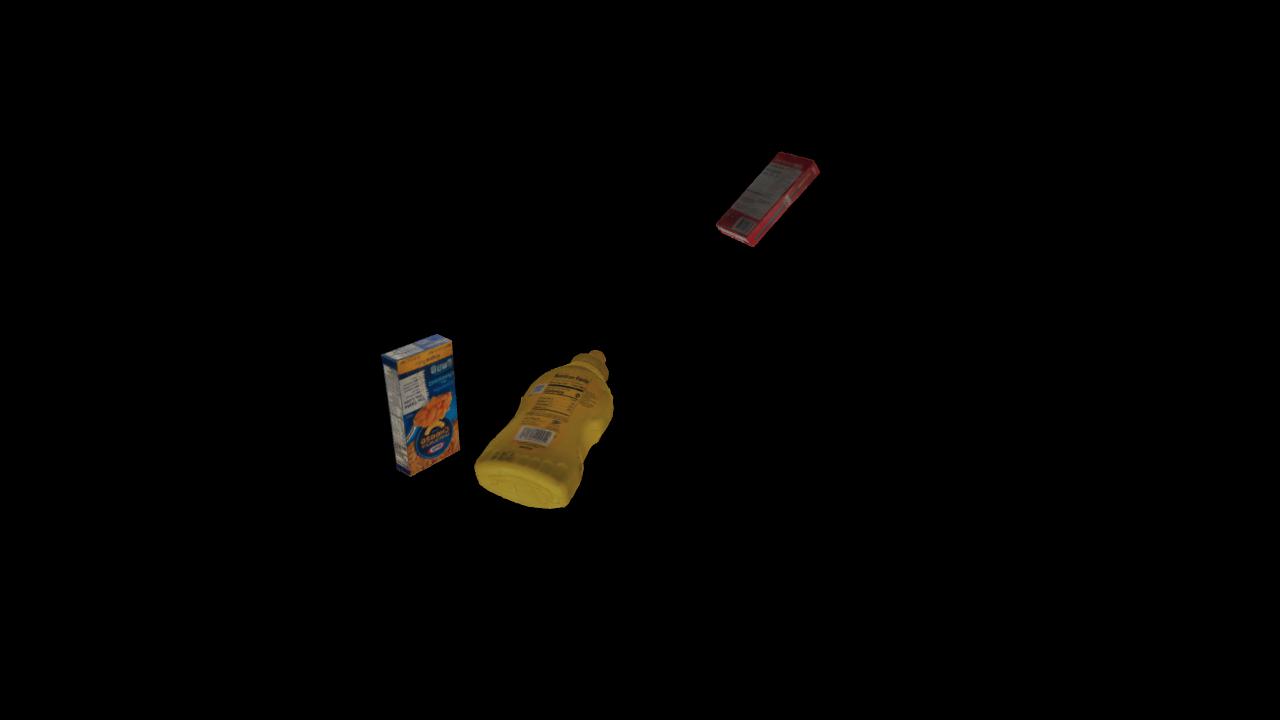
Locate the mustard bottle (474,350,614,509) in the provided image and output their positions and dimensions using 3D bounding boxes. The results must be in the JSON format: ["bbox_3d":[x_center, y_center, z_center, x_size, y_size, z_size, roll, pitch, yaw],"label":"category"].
[{"bbox_3d":[-0.073,0.052,0.585,0.092,0.054,0.184,5,40,20],"label":"mustard bottle"}]

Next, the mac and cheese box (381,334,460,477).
[{"bbox_3d":[-0.306,0.064,0.871,0.041,0.184,0.093,19,30,29],"label":"mac and cheese box"}]

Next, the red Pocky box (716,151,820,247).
[{"bbox_3d":[0.194,-0.246,0.940,0.028,0.155,0.083,41,1,-39],"label":"red Pocky box"}]
